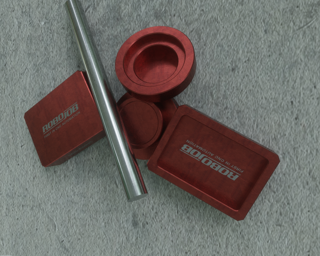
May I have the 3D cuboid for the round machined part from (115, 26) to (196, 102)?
[{"bbox_3d":[-0.003,-0.076,0.391,0.098,0.042,0.098,-4,67,11],"label":"round machined part"}]

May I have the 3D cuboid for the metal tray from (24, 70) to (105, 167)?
[{"bbox_3d":[-0.131,-0.011,0.442,0.130,0.030,0.090,-31,77,26],"label":"metal tray"}]

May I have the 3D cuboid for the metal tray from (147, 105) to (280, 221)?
[{"bbox_3d":[0.062,0.039,0.374,0.130,0.030,0.090,29,99,7],"label":"metal tray"}]

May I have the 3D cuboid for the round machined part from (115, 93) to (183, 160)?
[{"bbox_3d":[-0.022,-0.007,0.409,0.098,0.042,0.097,0,90,20],"label":"round machined part"}]

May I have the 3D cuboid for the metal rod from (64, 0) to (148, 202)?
[{"bbox_3d":[-0.076,-0.051,0.402,0.025,0.025,0.299,-29,68,17],"label":"metal rod"}]
